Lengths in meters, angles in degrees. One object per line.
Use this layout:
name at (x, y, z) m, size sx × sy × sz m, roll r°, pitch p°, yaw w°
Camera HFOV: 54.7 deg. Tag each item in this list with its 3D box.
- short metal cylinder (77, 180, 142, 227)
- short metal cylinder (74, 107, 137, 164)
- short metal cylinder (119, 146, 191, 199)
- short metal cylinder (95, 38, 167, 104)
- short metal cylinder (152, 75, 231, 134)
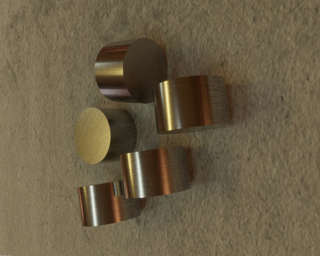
short metal cylinder at (-0.069, 0.100, 0.424) m, size 0.080 × 0.081 × 0.050 m, roll -16°, pitch 80°, yaw 38°
short metal cylinder at (-0.080, 0.011, 0.452) m, size 0.080 × 0.050 × 0.079 m, roll 0°, pitch 90°, yaw 39°
short metal cylinder at (-0.006, 0.052, 0.372) m, size 0.080 × 0.081 × 0.050 m, roll -13°, pitch 82°, yaw 39°
short metal cylinder at (-0.035, -0.072, 0.396) m, size 0.050 × 0.081 × 0.079 m, roll 7°, pitch 94°, yaw 39°
short metal cylinder at (0.034, -0.023, 0.340) m, size 0.080 × 0.081 × 0.050 m, roll -11°, pitch 83°, yaw 39°
